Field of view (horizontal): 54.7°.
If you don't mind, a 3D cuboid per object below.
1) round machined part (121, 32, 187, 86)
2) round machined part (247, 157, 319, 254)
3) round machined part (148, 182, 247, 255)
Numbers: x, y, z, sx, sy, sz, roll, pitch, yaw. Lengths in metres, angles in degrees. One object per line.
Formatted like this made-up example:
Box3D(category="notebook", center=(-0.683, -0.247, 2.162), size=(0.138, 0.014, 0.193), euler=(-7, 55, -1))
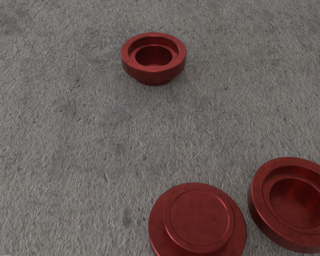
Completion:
Box3D(category="round machined part", center=(-0.009, -0.102, 0.478), size=(0.099, 0.042, 0.098), euler=(0, 50, 0))
Box3D(category="round machined part", center=(0.141, 0.082, 0.324), size=(0.099, 0.042, 0.098), euler=(0, 50, 0))
Box3D(category="round machined part", center=(0.037, 0.097, 0.311), size=(0.099, 0.042, 0.098), euler=(0, 50, 0))
